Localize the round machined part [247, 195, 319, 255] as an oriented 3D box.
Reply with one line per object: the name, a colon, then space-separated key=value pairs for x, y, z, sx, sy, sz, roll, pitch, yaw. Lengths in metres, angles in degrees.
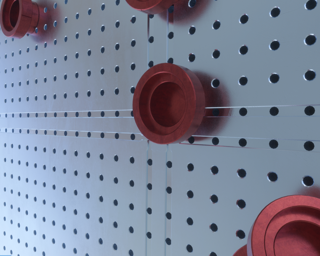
round machined part: x=0.126 y=0.113 z=0.271 sx=0.098 sy=0.099 sz=0.042 roll=48 pitch=159 yaw=29

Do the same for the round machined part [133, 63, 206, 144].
round machined part: x=0.015 y=-0.029 z=0.387 sx=0.098 sy=0.042 sz=0.097 roll=0 pitch=90 yaw=40

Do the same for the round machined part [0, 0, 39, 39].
round machined part: x=-0.286 y=-0.232 z=0.637 sx=0.098 sy=0.042 sz=0.097 roll=0 pitch=90 yaw=40

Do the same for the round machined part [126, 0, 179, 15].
round machined part: x=-0.002 y=-0.196 z=0.401 sx=0.098 sy=0.042 sz=0.097 roll=0 pitch=90 yaw=40

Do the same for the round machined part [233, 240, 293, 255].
round machined part: x=0.110 y=0.164 z=0.308 sx=0.098 sy=0.042 sz=0.097 roll=0 pitch=90 yaw=40
